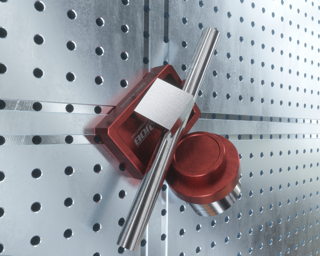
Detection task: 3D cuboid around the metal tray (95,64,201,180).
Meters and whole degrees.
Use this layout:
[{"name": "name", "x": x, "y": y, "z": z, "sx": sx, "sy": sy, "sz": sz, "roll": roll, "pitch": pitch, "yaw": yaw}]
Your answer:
[{"name": "metal tray", "x": -0.009, "y": -0.009, "z": 0.399, "sx": 0.130, "sy": 0.030, "sz": 0.090, "roll": -51, "pitch": 120, "yaw": -28}]

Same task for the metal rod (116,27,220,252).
[{"name": "metal rod", "x": 0.017, "y": 0.000, "z": 0.386, "sx": 0.025, "sy": 0.025, "sz": 0.300, "roll": 35, "pitch": 68, "yaw": -35}]

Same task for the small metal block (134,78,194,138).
[{"name": "small metal block", "x": 0.006, "y": -0.024, "z": 0.371, "sx": 0.050, "sy": 0.050, "sz": 0.025, "roll": -56, "pitch": 161, "yaw": -14}]

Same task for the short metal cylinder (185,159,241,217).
[{"name": "short metal cylinder", "x": 0.064, "y": 0.074, "z": 0.428, "sx": 0.080, "sy": 0.080, "sz": 0.050, "roll": -51, "pitch": 121, "yaw": -28}]

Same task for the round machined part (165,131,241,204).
[{"name": "round machined part", "x": 0.051, "y": 0.043, "z": 0.393, "sx": 0.098, "sy": 0.098, "sz": 0.042, "roll": -54, "pitch": 144, "yaw": -27}]
